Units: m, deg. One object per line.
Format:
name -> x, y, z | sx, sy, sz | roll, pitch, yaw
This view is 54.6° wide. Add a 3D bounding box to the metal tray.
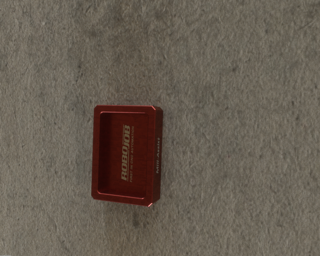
metal tray -> -0.045, 0.035, 0.422 | 0.090, 0.030, 0.129 | 2, 91, 20
